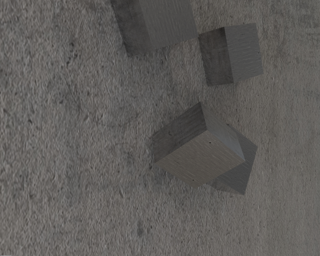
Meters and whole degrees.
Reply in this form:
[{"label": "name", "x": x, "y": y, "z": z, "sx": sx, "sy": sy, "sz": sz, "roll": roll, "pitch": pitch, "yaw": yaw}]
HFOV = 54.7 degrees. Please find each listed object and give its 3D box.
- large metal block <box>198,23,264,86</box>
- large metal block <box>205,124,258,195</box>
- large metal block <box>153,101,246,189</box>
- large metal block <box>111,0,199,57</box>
[{"label": "large metal block", "x": 0.111, "y": -0.114, "z": 0.481, "sx": 0.081, "sy": 0.050, "sz": 0.080, "roll": -21, "pitch": 103, "yaw": -38}, {"label": "large metal block", "x": 0.095, "y": 0.047, "z": 0.468, "sx": 0.080, "sy": 0.050, "sz": 0.080, "roll": 33, "pitch": 70, "yaw": -35}, {"label": "large metal block", "x": 0.048, "y": 0.025, "z": 0.399, "sx": 0.080, "sy": 0.080, "sz": 0.050, "roll": 36, "pitch": 31, "yaw": -33}, {"label": "large metal block", "x": -0.006, "y": -0.140, "z": 0.383, "sx": 0.081, "sy": 0.050, "sz": 0.080, "roll": -27, "pitch": 107, "yaw": -37}]
